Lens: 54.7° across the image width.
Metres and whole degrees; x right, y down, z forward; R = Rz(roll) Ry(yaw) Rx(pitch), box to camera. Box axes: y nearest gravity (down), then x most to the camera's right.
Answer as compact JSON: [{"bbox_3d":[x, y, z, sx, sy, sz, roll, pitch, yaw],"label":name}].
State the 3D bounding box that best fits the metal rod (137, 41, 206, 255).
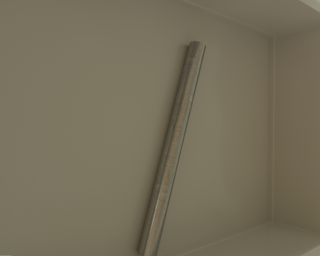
[{"bbox_3d":[0.019,0.021,0.424,0.025,0.025,0.299,24,75,-38],"label":"metal rod"}]
